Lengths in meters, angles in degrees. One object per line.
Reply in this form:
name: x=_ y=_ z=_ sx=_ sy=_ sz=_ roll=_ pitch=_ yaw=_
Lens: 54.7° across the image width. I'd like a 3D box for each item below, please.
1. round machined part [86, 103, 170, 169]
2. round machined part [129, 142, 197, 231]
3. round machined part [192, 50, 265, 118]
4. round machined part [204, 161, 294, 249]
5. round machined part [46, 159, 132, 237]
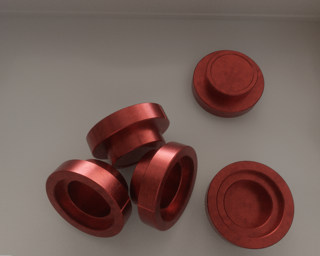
round machined part: x=-0.032 y=0.015 z=0.365 sx=0.099 sy=0.098 sz=0.042 roll=-24 pitch=72 yaw=-9
round machined part: x=0.002 y=0.062 z=0.352 sx=0.042 sy=0.098 sz=0.098 roll=16 pitch=69 yaw=28
round machined part: x=0.095 y=-0.067 z=0.426 sx=0.099 sy=0.042 sz=0.098 roll=0 pitch=70 yaw=-1
round machined part: x=0.102 y=0.091 z=0.369 sx=0.099 sy=0.042 sz=0.098 roll=0 pitch=70 yaw=-1
round machined part: x=-0.075 y=0.074 z=0.352 sx=0.098 sy=0.097 sz=0.042 roll=26 pitch=39 yaw=8
